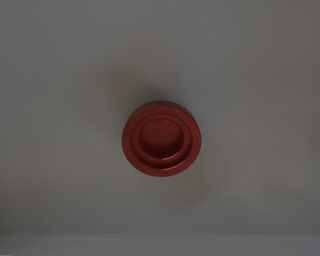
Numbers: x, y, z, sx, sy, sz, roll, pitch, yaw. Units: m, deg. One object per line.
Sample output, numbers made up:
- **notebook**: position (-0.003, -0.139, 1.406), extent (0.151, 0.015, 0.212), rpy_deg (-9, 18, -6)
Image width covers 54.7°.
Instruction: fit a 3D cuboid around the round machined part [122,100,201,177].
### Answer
- **round machined part**: position (0.002, 0.011, 0.402), extent (0.099, 0.042, 0.097), rpy_deg (0, 110, -1)
